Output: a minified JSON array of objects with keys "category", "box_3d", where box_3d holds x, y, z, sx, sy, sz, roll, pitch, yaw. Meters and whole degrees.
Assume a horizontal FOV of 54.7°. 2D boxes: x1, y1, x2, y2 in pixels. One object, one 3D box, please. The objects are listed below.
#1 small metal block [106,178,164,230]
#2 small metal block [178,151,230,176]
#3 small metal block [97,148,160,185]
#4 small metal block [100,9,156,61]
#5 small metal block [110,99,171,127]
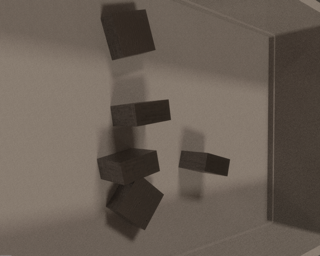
[{"category":"small metal block","box_3d":[-0.030,0.090,0.384,0.050,0.025,0.050,46,63,-31]},{"category":"small metal block","box_3d":[0.064,0.051,0.446,0.050,0.050,0.025,18,79,-39]},{"category":"small metal block","box_3d":[-0.037,0.043,0.361,0.050,0.050,0.025,-16,101,-39]},{"category":"small metal block","box_3d":[-0.038,-0.113,0.376,0.050,0.025,0.050,-24,105,-38]},{"category":"small metal block","box_3d":[-0.023,-0.018,0.372,0.050,0.050,0.025,-12,98,-40]}]
